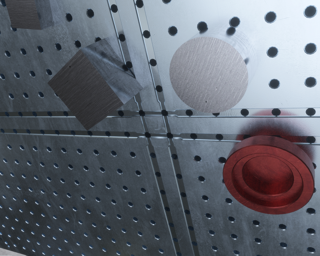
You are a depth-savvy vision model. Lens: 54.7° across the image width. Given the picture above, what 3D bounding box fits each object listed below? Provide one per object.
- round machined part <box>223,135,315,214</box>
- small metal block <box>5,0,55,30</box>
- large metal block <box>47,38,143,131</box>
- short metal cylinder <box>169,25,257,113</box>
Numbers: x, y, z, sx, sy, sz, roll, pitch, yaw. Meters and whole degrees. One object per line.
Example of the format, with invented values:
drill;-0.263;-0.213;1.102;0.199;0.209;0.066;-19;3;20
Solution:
round machined part;0.127;0.050;0.364;0.098;0.042;0.097;13;124;20
small metal block;-0.170;-0.157;0.402;0.050;0.025;0.050;11;123;22
large metal block;-0.084;-0.055;0.404;0.080;0.050;0.080;-30;102;37
short metal cylinder;0.057;-0.062;0.326;0.080;0.050;0.079;13;124;20
